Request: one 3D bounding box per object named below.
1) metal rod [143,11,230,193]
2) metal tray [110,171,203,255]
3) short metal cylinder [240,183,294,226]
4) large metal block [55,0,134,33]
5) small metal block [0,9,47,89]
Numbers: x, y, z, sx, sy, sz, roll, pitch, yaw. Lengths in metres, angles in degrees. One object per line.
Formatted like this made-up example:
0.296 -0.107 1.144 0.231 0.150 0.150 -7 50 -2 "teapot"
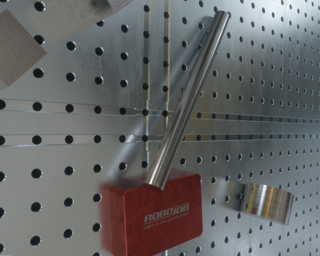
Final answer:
0.045 -0.053 0.429 0.025 0.025 0.300 41 59 -33 "metal rod"
0.000 0.112 0.409 0.131 0.030 0.089 -5 93 -40 "metal tray"
0.182 0.130 0.530 0.080 0.080 0.050 28 73 -37 "short metal cylinder"
-0.056 -0.151 0.327 0.080 0.080 0.050 -48 119 -29 "large metal block"
-0.145 -0.072 0.288 0.050 0.025 0.050 52 60 -28 "small metal block"
